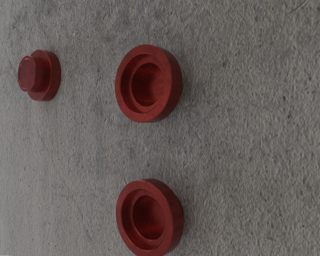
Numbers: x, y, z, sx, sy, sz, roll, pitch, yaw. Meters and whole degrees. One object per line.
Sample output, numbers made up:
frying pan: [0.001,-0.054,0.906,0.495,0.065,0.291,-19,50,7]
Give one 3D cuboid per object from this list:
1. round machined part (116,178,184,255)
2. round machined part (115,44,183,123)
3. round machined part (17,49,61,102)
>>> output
round machined part: [-0.009,0.114,0.401,0.098,0.042,0.097,0,90,40]
round machined part: [-0.010,-0.055,0.402,0.098,0.042,0.097,0,90,40]
round machined part: [-0.234,-0.100,0.587,0.098,0.042,0.097,0,90,40]
